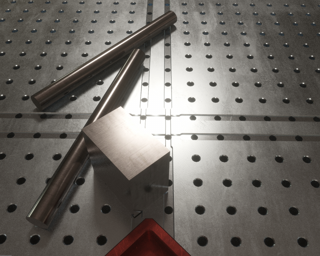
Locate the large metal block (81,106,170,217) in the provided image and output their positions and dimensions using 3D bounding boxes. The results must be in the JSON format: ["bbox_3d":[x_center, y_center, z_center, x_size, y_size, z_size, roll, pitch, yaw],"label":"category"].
[{"bbox_3d":[-0.036,0.037,0.340,0.050,0.080,0.080,-34,58,-25],"label":"large metal block"}]

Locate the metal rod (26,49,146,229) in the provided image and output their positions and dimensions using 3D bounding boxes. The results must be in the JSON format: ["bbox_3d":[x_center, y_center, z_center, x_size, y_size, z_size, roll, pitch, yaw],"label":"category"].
[{"bbox_3d":[-0.082,-0.010,0.414,0.025,0.025,0.300,14,51,11],"label":"metal rod"}]

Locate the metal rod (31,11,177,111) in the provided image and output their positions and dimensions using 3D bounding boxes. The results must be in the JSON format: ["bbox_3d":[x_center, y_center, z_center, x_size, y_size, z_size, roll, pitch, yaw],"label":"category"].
[{"bbox_3d":[-0.075,-0.122,0.508,0.025,0.025,0.302,33,57,24],"label":"metal rod"}]

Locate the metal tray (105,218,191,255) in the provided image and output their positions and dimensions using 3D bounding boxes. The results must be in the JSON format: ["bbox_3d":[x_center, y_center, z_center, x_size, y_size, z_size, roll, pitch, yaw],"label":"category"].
[{"bbox_3d":[0.003,0.156,0.273,0.130,0.030,0.091,38,59,27],"label":"metal tray"}]
